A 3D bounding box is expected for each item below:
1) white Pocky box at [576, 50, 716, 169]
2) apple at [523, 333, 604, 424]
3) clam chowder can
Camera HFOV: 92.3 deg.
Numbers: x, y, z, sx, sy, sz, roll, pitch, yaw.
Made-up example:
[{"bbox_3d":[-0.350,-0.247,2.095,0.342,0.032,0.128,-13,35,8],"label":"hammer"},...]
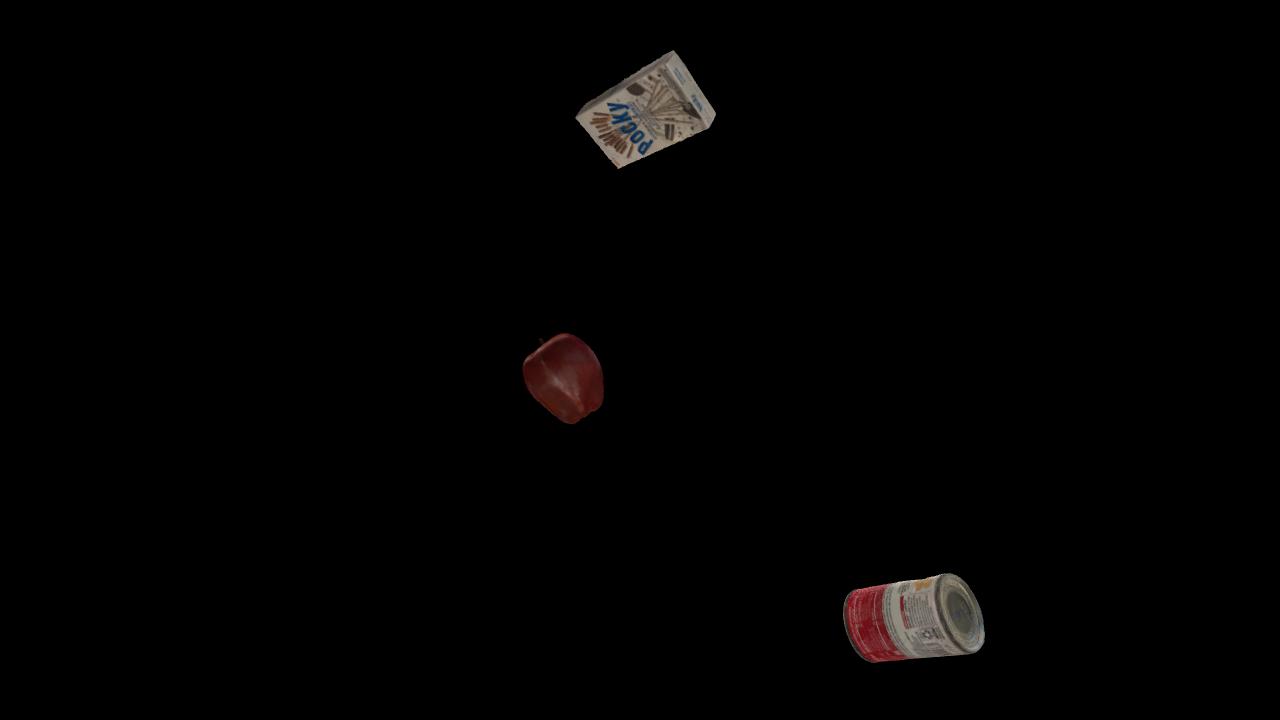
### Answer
[{"bbox_3d":[0.004,-0.276,0.694,0.154,0.028,0.084,-6,-42,47],"label":"white Pocky box"},{"bbox_3d":[-0.077,0.016,0.634,0.079,0.093,0.079,-32,4,2],"label":"apple"},{"bbox_3d":[0.251,0.239,0.569,0.068,0.068,0.102,0,-25,-39],"label":"clam chowder can"}]
